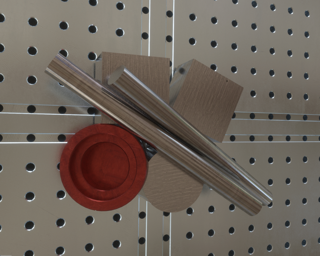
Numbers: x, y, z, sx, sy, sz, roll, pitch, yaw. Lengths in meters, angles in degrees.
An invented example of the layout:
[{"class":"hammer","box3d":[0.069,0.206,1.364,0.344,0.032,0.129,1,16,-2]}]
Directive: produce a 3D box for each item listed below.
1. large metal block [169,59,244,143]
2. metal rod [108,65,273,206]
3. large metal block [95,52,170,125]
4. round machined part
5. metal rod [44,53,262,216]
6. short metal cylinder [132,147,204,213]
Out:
[{"class":"large metal block","box3d":[0.052,-0.034,0.414,0.080,0.050,0.080,26,82,-18]},{"class":"metal rod","box3d":[0.057,0.026,0.390,0.301,0.025,0.025,38,78,-31]},{"class":"large metal block","box3d":[-0.035,-0.044,0.379,0.081,0.050,0.079,1,90,-20]},{"class":"round machined part","box3d":[-0.062,0.045,0.365,0.099,0.042,0.097,0,87,3]},{"class":"metal rod","box3d":[0.007,0.019,0.357,0.301,0.025,0.025,36,78,-18]},{"class":"short metal cylinder","box3d":[0.009,0.062,0.398,0.081,0.050,0.079,0,90,-20]}]
